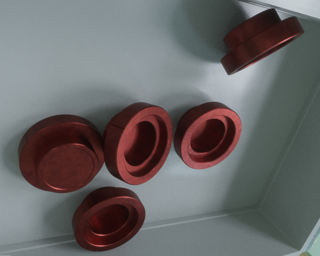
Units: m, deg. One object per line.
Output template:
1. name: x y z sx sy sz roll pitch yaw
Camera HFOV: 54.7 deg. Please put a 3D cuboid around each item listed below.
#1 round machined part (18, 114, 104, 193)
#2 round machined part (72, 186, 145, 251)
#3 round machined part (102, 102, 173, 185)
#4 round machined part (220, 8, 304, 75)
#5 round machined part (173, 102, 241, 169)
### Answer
1. round machined part: -0.110 0.037 0.361 0.099 0.042 0.097 -14 125 -21
2. round machined part: -0.074 0.122 0.434 0.099 0.042 0.097 -14 125 -21
3. round machined part: -0.031 0.016 0.376 0.099 0.042 0.097 -25 124 -44
4. round machined part: 0.116 -0.106 0.374 0.099 0.098 0.042 -28 89 -11
5. round machined part: 0.062 0.007 0.438 0.099 0.042 0.097 -14 125 -21
